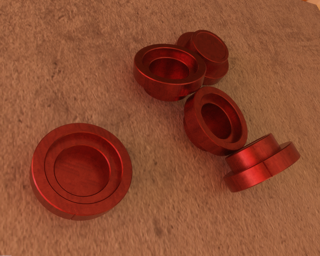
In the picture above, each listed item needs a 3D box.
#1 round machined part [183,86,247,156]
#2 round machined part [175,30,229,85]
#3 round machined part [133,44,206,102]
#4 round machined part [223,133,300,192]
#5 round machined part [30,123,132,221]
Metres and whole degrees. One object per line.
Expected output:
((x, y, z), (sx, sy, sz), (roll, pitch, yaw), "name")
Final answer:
((0.072, -0.006, 0.431), (0.099, 0.042, 0.098), (20, 53, -28), "round machined part")
((0.073, -0.122, 0.509), (0.099, 0.042, 0.098), (14, 56, -21), "round machined part")
((0.012, -0.074, 0.432), (0.099, 0.042, 0.098), (5, 44, -5), "round machined part")
((0.124, 0.041, 0.399), (0.099, 0.098, 0.042), (-23, 80, -37), "round machined part")
((-0.082, 0.047, 0.321), (0.099, 0.042, 0.098), (14, 56, -21), "round machined part")
